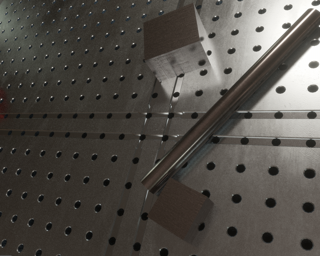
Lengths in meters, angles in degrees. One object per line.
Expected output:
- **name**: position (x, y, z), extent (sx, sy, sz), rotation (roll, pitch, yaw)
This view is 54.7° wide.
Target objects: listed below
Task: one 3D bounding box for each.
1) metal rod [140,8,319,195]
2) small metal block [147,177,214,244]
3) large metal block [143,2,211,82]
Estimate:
- **metal rod**: position (0.090, -0.035, 0.381), extent (0.300, 0.025, 0.025), rotation (-45, 51, -4)
- **small metal block**: position (0.023, 0.090, 0.340), extent (0.050, 0.025, 0.050), rotation (22, 73, 35)
- **large metal block**: position (0.024, -0.125, 0.455), extent (0.080, 0.050, 0.080), rotation (-16, 55, 19)
